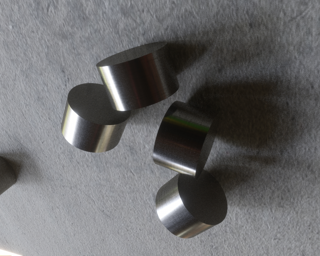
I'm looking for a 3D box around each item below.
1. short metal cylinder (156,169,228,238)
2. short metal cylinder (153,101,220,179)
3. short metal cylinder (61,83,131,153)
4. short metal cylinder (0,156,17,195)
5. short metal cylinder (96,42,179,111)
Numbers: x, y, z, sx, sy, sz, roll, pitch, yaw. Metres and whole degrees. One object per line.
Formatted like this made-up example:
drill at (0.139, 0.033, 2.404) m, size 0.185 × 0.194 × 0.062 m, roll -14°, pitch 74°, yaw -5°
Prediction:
short metal cylinder at (0.042, 0.098, 0.409) m, size 0.080 × 0.080 × 0.050 m, roll 43°, pitch 129°, yaw -2°
short metal cylinder at (0.032, 0.013, 0.362) m, size 0.050 × 0.080 × 0.079 m, roll 19°, pitch 126°, yaw 17°
short metal cylinder at (-0.084, -0.014, 0.405) m, size 0.080 × 0.080 × 0.050 m, roll 32°, pitch 128°, yaw 7°
short metal cylinder at (-0.342, 0.099, 0.629) m, size 0.080 × 0.050 × 0.079 m, roll 13°, pitch 124°, yaw 20°
short metal cylinder at (-0.024, -0.059, 0.346) m, size 0.080 × 0.080 × 0.050 m, roll -4°, pitch 116°, yaw 30°
